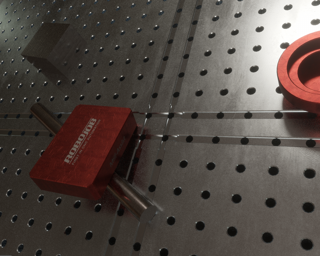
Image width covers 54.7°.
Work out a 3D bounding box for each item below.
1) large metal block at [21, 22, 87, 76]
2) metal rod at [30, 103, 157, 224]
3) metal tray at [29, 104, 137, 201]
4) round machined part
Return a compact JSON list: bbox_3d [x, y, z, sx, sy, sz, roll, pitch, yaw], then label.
[{"bbox_3d":[-0.200,-0.151,0.587,0.080,0.050,0.080,15,70,34],"label":"large metal block"},{"bbox_3d":[-0.113,0.033,0.444,0.300,0.025,0.025,33,80,38],"label":"metal rod"},{"bbox_3d":[-0.096,0.025,0.408,0.090,0.030,0.130,6,48,20],"label":"metal tray"},{"bbox_3d":[0.181,-0.056,0.337,0.098,0.042,0.098,-13,56,20],"label":"round machined part"}]
